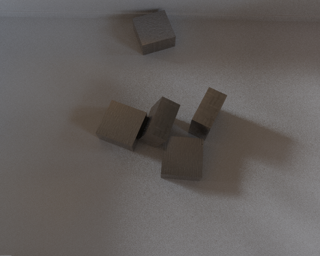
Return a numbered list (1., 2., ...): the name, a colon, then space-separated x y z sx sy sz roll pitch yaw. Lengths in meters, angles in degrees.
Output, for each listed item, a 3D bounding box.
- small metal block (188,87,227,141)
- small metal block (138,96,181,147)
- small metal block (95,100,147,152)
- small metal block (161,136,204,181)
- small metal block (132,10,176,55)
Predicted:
1. small metal block: 0.061 -0.017 0.403 0.025 0.050 0.050 27 72 9
2. small metal block: -0.002 -0.006 0.396 0.025 0.050 0.050 25 71 -11
3. small metal block: -0.049 -0.003 0.410 0.050 0.025 0.050 20 71 7
4. small metal block: 0.028 0.039 0.396 0.050 0.025 0.050 5 70 1
5. small metal block: -0.009 -0.142 0.462 0.050 0.025 0.050 -18 71 -7
